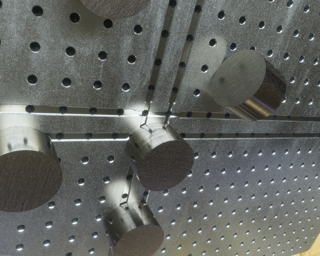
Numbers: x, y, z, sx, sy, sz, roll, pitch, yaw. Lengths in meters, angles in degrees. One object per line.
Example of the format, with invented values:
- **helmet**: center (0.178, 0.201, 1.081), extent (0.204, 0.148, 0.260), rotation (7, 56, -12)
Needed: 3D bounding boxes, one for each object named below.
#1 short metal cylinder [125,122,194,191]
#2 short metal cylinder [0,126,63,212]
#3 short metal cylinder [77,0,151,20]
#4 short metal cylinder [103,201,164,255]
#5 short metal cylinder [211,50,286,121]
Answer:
- **short metal cylinder**: center (-0.001, 0.038, 0.420), extent (0.081, 0.050, 0.079), rotation (-14, 124, -21)
- **short metal cylinder**: center (-0.153, 0.045, 0.340), extent (0.081, 0.050, 0.079), rotation (-14, 125, -21)
- **short metal cylinder**: center (-0.047, -0.145, 0.281), extent (0.081, 0.050, 0.079), rotation (-14, 125, -21)
- **short metal cylinder**: center (-0.041, 0.160, 0.474), extent (0.081, 0.050, 0.079), rotation (-14, 124, -21)
- **short metal cylinder**: center (0.115, -0.055, 0.407), extent (0.050, 0.080, 0.080), rotation (25, 104, -37)
